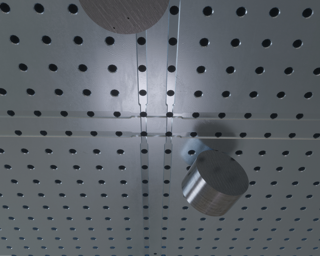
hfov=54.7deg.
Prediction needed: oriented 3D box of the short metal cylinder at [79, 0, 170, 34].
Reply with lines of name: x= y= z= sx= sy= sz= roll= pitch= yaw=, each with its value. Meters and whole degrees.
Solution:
short metal cylinder: x=-0.031 y=-0.133 z=0.281 sx=0.081 sy=0.050 sz=0.079 roll=0 pitch=130 yaw=0

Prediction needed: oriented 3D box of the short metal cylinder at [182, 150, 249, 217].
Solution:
short metal cylinder: x=0.078 y=0.078 z=0.442 sx=0.081 sy=0.080 sz=0.050 roll=16 pitch=128 yaw=-14
